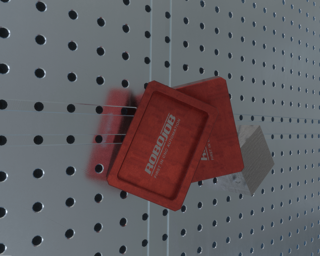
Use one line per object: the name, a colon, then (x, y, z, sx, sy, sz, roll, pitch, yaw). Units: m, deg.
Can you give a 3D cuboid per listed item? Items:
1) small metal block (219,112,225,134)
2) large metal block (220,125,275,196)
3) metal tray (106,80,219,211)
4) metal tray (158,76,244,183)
small metal block: (0.070, -0.010, 0.449, 0.050, 0.050, 0.025, 24, 61, -38)
large metal block: (0.135, 0.050, 0.507, 0.080, 0.050, 0.080, -41, 115, -32)
metal tray: (0.004, 0.020, 0.368, 0.090, 0.030, 0.130, 23, 83, -4)
metal tray: (0.054, 0.004, 0.417, 0.090, 0.030, 0.129, -14, 102, 4)
